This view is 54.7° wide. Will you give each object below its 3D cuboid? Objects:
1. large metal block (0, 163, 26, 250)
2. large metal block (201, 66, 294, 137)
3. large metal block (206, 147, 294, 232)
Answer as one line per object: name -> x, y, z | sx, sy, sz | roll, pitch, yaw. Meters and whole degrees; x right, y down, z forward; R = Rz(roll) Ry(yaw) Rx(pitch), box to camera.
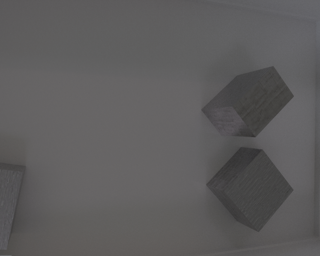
large metal block -> -0.194, 0.077, 0.326 | 0.081, 0.050, 0.080 | 11, 86, -20
large metal block -> 0.117, -0.034, 0.424 | 0.080, 0.080, 0.050 | -43, 104, -15
large metal block -> 0.128, 0.085, 0.445 | 0.080, 0.050, 0.080 | -44, 104, -15
